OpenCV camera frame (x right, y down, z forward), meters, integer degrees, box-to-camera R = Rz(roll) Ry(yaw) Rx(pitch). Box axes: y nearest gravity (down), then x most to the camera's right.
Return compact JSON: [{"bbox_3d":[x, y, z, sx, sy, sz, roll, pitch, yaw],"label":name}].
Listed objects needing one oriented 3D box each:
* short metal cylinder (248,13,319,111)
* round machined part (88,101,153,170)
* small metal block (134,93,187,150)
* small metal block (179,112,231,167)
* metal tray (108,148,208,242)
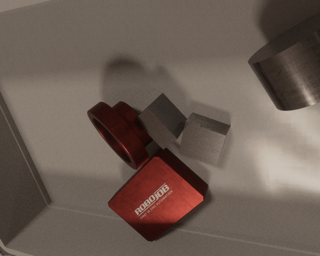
[{"bbox_3d":[0.126,-0.059,0.270,0.080,0.080,0.050,-27,104,37],"label":"short metal cylinder"},{"bbox_3d":[-0.046,0.004,0.403,0.098,0.042,0.098,44,163,18],"label":"round machined part"},{"bbox_3d":[0.004,-0.009,0.382,0.050,0.050,0.025,47,124,-5],"label":"small metal block"},{"bbox_3d":[0.055,0.015,0.388,0.050,0.025,0.050,20,126,15],"label":"small metal block"},{"bbox_3d":[-0.005,0.100,0.455,0.090,0.030,0.129,42,119,-1],"label":"metal tray"}]
